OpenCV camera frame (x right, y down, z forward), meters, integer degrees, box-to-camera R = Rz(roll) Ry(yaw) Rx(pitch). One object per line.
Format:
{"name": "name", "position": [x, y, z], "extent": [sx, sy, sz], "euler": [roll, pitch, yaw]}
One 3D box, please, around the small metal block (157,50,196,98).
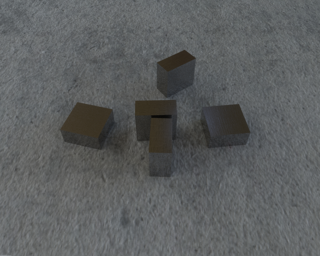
{"name": "small metal block", "position": [0.023, -0.079, 0.454], "extent": [0.050, 0.050, 0.025], "euler": [-29, 56, -23]}

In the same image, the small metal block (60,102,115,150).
{"name": "small metal block", "position": [-0.093, -0.003, 0.405], "extent": [0.050, 0.025, 0.050], "euler": [12, 51, 9]}

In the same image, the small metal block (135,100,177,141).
{"name": "small metal block", "position": [-0.005, -0.009, 0.395], "extent": [0.050, 0.050, 0.025], "euler": [-1, 50, -2]}

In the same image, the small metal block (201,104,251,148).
{"name": "small metal block", "position": [0.084, -0.003, 0.407], "extent": [0.050, 0.025, 0.050], "euler": [-5, 50, -5]}

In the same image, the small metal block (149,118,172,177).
{"name": "small metal block", "position": [0.001, 0.023, 0.367], "extent": [0.025, 0.050, 0.050], "euler": [2, 50, 1]}
